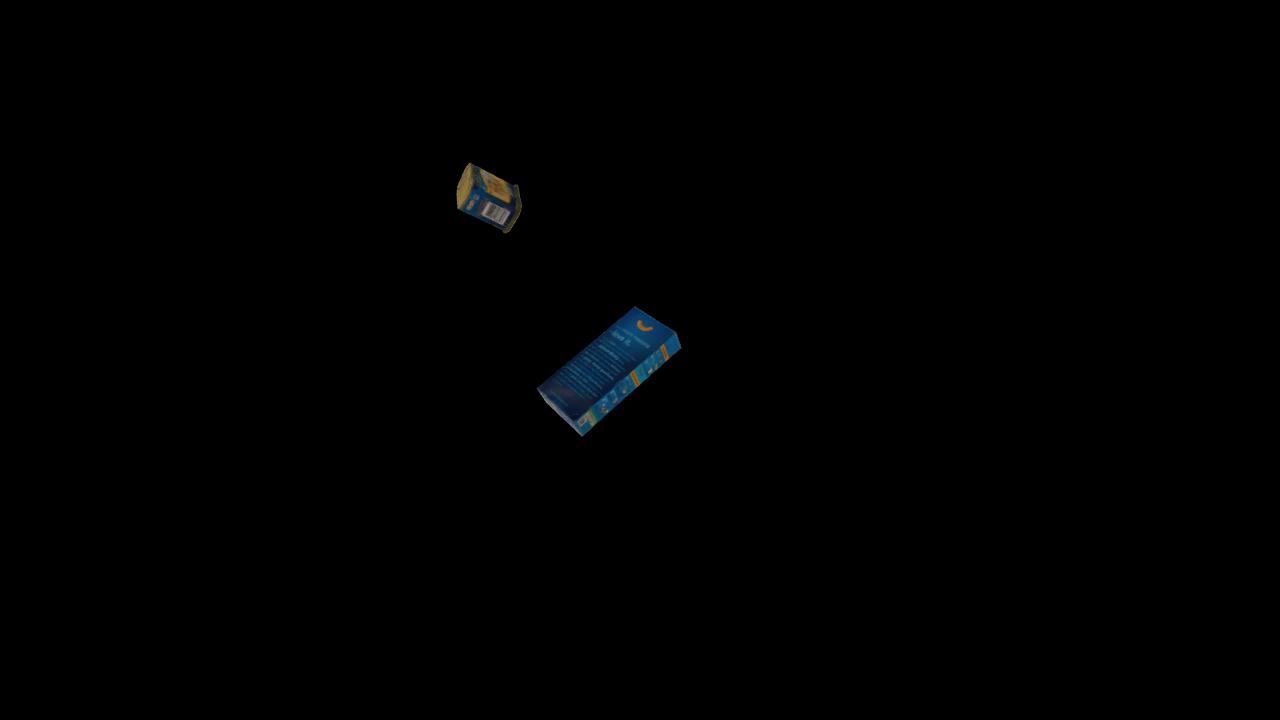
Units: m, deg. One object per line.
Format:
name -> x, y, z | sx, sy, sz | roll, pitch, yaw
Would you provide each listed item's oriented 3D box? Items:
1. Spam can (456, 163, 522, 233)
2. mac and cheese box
Spam can -> -0.243, -0.261, 0.985 | 0.085, 0.058, 0.101 | 22, 30, -32
mac and cheese box -> -0.041, 0.011, 0.836 | 0.184, 0.041, 0.093 | -41, 48, -16
